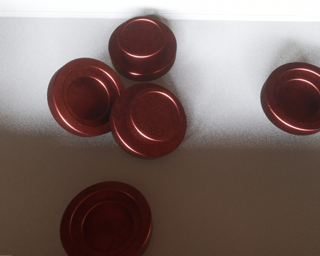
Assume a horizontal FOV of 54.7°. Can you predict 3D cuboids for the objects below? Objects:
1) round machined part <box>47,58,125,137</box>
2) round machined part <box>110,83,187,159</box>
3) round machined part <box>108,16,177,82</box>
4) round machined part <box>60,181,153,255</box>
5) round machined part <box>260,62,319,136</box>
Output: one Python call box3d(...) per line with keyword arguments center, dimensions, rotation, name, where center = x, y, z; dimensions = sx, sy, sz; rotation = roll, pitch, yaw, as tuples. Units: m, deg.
box3d(center=(-0.095, -0.036, 0.396), dimensions=(0.099, 0.042, 0.097), rotation=(8, 77, -38), name="round machined part")
box3d(center=(-0.010, -0.012, 0.388), dimensions=(0.099, 0.042, 0.098), rotation=(7, 72, -21), name="round machined part")
box3d(center=(-0.025, -0.119, 0.444), dimensions=(0.099, 0.042, 0.098), rotation=(0, 70, -1), name="round machined part")
box3d(center=(-0.057, 0.113, 0.348), dimensions=(0.099, 0.042, 0.098), rotation=(-1, 51, 2), name="round machined part")
box3d(center=(0.184, -0.036, 0.416), dimensions=(0.099, 0.042, 0.098), rotation=(0, 70, -1), name="round machined part")
